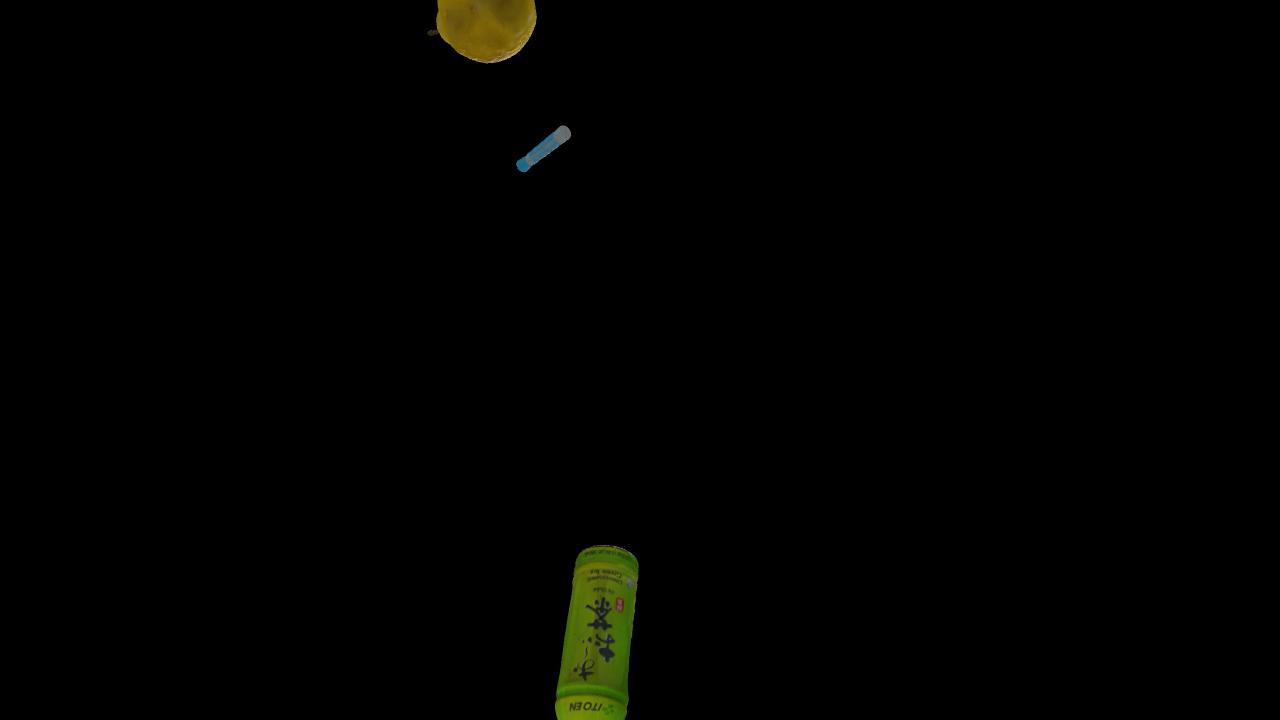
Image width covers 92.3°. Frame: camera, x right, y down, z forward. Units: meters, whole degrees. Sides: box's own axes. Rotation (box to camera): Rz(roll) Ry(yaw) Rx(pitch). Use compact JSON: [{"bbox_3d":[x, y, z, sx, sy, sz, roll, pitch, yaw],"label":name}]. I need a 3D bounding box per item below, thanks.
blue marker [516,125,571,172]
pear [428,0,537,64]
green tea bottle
[{"bbox_3d":[-0.135,-0.288,0.846,0.020,0.020,0.121,0,-9,-40],"label":"blue marker"},{"bbox_3d":[-0.135,-0.281,0.503,0.080,0.080,0.111,0,14,-40],"label":"pear"},{"bbox_3d":[-0.043,0.290,0.598,0.073,0.212,0.073,3,-45,3],"label":"green tea bottle"}]
